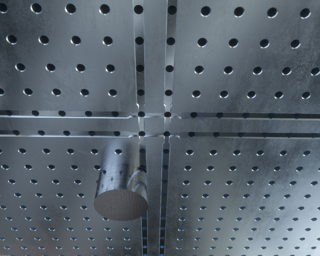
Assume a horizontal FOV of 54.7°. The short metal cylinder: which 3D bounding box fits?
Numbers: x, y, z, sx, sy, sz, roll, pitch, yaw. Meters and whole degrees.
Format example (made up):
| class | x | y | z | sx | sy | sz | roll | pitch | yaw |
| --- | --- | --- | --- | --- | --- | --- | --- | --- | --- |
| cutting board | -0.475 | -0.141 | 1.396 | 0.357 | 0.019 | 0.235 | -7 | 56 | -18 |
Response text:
| class | x | y | z | sx | sy | sz | roll | pitch | yaw |
| --- | --- | --- | --- | --- | --- | --- | --- | --- | --- |
| short metal cylinder | -0.058 | 0.100 | 0.480 | 0.081 | 0.050 | 0.079 | 0 | 130 | 0 |
